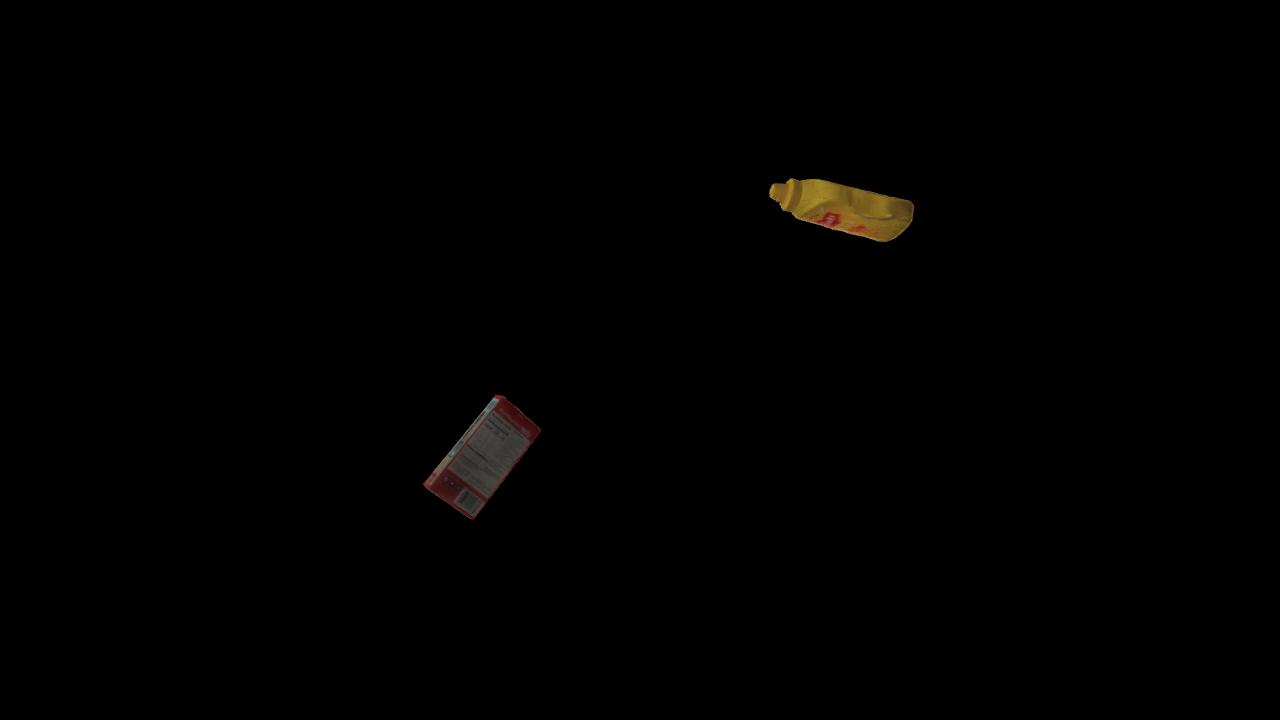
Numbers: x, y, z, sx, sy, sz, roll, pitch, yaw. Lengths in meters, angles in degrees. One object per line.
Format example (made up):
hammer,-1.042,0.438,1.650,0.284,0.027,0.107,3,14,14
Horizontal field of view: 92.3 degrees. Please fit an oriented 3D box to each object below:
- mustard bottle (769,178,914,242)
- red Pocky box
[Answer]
mustard bottle,0.261,-0.207,0.827,0.184,0.054,0.092,12,1,-9
red Pocky box,-0.213,0.132,0.844,0.083,0.155,0.028,48,-22,-29
